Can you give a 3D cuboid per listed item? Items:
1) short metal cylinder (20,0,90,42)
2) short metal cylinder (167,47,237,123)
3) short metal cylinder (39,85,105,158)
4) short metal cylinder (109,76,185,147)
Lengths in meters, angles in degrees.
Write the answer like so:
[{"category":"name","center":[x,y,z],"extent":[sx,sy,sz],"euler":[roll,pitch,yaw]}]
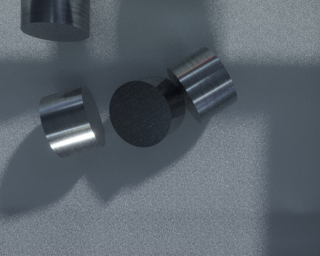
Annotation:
[{"category":"short metal cylinder","center":[-0.128,-0.142,0.383],"extent":[0.081,0.080,0.050],"euler":[1,90,0]},{"category":"short metal cylinder","center":[0.051,-0.052,0.384],"extent":[0.050,0.080,0.080],"euler":[-32,90,-1]},{"category":"short metal cylinder","center":[-0.106,-0.008,0.383],"extent":[0.050,0.080,0.080],"euler":[-17,90,0]},{"category":"short metal cylinder","center":[-0.015,-0.022,0.383],"extent":[0.080,0.050,0.079],"euler":[7,108,22]}]
